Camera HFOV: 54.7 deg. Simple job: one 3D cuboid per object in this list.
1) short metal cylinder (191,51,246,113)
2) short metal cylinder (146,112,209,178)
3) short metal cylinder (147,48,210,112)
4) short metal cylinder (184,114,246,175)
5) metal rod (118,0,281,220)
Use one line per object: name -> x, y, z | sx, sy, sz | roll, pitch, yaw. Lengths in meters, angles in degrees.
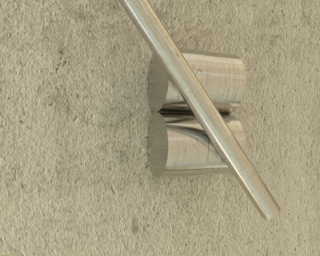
short metal cylinder -> 0.067, -0.059, 0.406 | 0.050, 0.080, 0.079 | 1, 90, -20
short metal cylinder -> 0.019, 0.021, 0.388 | 0.050, 0.080, 0.079 | 1, 90, -20
short metal cylinder -> 0.020, -0.060, 0.389 | 0.050, 0.080, 0.079 | 1, 90, -20
short metal cylinder -> 0.067, 0.021, 0.406 | 0.050, 0.080, 0.079 | 1, 90, -20
metal rod -> 0.050, -0.018, 0.344 | 0.025, 0.025, 0.299 | -38, 103, -16
